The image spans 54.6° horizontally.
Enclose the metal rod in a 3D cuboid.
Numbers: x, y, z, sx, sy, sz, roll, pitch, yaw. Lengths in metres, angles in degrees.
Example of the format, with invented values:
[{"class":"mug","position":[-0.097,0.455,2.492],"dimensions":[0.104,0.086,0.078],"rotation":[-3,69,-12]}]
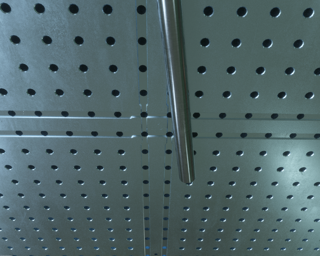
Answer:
[{"class":"metal rod","position":[0.023,-0.038,0.379],"dimensions":[0.025,0.025,0.299],"rotation":[-6,130,4]}]
